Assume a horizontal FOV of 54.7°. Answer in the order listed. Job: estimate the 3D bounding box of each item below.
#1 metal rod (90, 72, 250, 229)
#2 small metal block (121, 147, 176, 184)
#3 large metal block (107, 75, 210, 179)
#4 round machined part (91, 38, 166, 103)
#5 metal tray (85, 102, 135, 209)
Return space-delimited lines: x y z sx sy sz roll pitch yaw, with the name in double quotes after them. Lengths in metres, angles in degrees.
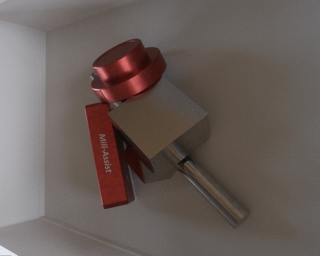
-0.005 0.009 0.407 0.300 0.025 0.025 44 116 30 "metal rod"
-0.012 0.042 0.396 0.050 0.050 0.025 45 117 30 "small metal block"
0.000 -0.002 0.361 0.080 0.050 0.080 -37 58 -14 "large metal block"
-0.045 -0.077 0.390 0.098 0.098 0.042 -2 129 39 "round machined part"
-0.065 0.038 0.416 0.030 0.090 0.129 -12 80 -2 "metal tray"
